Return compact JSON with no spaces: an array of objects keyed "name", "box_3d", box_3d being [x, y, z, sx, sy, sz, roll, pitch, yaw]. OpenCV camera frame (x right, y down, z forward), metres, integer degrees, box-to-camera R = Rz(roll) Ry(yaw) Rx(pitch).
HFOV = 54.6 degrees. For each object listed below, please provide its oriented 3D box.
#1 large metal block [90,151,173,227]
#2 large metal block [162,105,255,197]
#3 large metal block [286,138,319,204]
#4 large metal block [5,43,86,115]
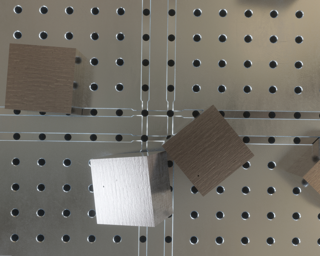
[{"name":"large metal block","box_3d":[-0.035,0.073,0.385,0.080,0.050,0.080,-6,90,26]},{"name":"large metal block","box_3d":[0.059,0.027,0.401,0.080,0.050,0.080,-39,90,0]},{"name":"large metal block","box_3d":[0.230,0.060,0.402,0.080,0.050,0.080,45,90,0]},{"name":"large metal block","box_3d":[-0.145,-0.060,0.400,0.080,0.050,0.080,4,90,0]}]
